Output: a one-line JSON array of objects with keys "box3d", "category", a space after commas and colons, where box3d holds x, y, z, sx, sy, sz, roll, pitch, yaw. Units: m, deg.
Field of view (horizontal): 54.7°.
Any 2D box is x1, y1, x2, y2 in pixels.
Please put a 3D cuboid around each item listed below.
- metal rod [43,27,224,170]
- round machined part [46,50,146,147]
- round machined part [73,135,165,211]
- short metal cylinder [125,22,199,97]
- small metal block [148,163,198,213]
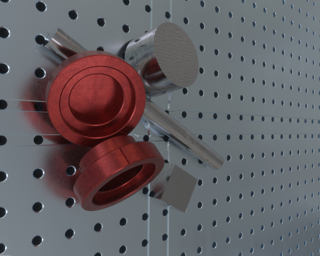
[{"box3d": [-0.011, -0.020, 0.400, 0.301, 0.025, 0.025, 36, 68, -34], "category": "metal rod"}, {"box3d": [-0.068, -0.032, 0.325, 0.099, 0.042, 0.097, -11, 118, -21], "category": "round machined part"}, {"box3d": [-0.047, 0.044, 0.336, 0.099, 0.097, 0.042, -14, 59, -39], "category": "round machined part"}, {"box3d": [0.003, -0.083, 0.386, 0.081, 0.050, 0.080, 14, 70, -44], "category": "short metal cylinder"}, {"box3d": [0.019, 0.082, 0.426, 0.050, 0.025, 0.050, 37, 67, -34], "category": "small metal block"}]
